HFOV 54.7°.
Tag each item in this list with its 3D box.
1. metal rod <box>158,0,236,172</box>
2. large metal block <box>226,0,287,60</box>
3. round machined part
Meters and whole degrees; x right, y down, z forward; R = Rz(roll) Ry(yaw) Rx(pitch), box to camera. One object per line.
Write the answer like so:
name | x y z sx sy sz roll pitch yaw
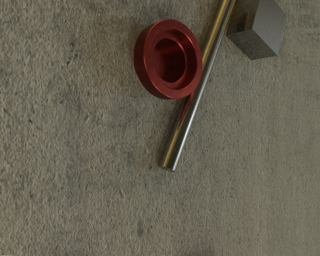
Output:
metal rod | 0.060 -0.080 0.454 0.025 0.025 0.299 33 69 -35
large metal block | 0.165 -0.174 0.526 0.080 0.050 0.080 28 73 -37
round machined part | 0.006 -0.085 0.398 0.099 0.042 0.097 0 90 -40
